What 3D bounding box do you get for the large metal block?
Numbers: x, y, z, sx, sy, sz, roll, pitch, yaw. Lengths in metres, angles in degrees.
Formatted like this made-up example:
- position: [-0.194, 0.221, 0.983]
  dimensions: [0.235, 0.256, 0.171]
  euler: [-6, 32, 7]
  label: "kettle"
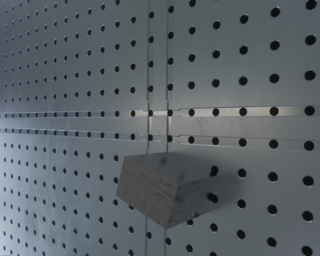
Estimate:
- position: [0.009, 0.068, 0.367]
  dimensions: [0.080, 0.081, 0.050]
  euler: [22, 104, 38]
  label: "large metal block"
